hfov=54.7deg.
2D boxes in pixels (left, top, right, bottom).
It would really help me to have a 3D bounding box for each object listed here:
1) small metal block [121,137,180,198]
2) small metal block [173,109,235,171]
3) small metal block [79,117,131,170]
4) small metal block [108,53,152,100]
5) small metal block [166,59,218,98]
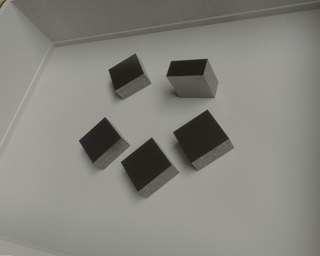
[{"bbox_3d":[-0.013,0.048,0.381,0.050,0.025,0.050,-39,51,1],"label":"small metal block"},{"bbox_3d":[0.051,0.014,0.369,0.050,0.025,0.050,-34,52,5],"label":"small metal block"},{"bbox_3d":[-0.078,0.021,0.432,0.050,0.025,0.050,-42,51,-1],"label":"small metal block"},{"bbox_3d":[-0.047,-0.079,0.477,0.050,0.025,0.050,-29,52,9],"label":"small metal block"},{"bbox_3d":[0.043,-0.063,0.405,0.050,0.050,0.025,3,63,29],"label":"small metal block"}]
